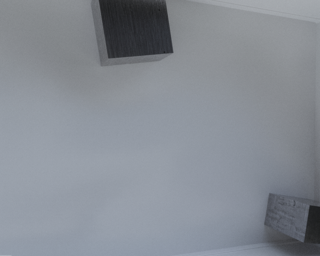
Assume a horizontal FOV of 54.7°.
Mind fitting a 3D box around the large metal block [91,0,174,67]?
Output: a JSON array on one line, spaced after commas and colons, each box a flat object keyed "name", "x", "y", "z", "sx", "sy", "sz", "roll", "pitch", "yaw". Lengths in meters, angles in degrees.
[{"name": "large metal block", "x": -0.036, "y": -0.124, "z": 0.384, "sx": 0.081, "sy": 0.050, "sz": 0.080, "roll": -10, "pitch": 94, "yaw": -20}]

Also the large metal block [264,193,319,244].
[{"name": "large metal block", "x": 0.218, "y": 0.135, "z": 0.462, "sx": 0.081, "sy": 0.080, "sz": 0.050, "roll": 12, "pitch": 86, "yaw": -20}]
